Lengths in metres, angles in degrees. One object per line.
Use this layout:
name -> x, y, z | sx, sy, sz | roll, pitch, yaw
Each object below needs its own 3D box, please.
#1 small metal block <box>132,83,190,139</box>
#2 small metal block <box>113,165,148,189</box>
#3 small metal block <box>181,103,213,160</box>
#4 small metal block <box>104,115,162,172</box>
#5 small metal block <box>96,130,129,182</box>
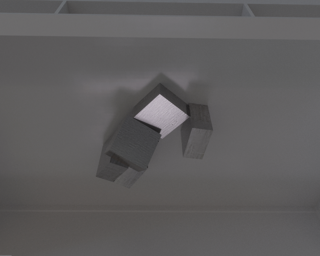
small metal block -> 0.001, -0.021, 0.391 | 0.050, 0.025, 0.050 | 35, 122, -26
small metal block -> -0.040, 0.047, 0.432 | 0.025, 0.050, 0.050 | 26, 125, -20
small metal block -> 0.045, 0.004, 0.396 | 0.025, 0.050, 0.050 | 7, 130, -7
small metal block -> -0.033, 0.020, 0.386 | 0.050, 0.050, 0.025 | 31, 155, -15
small metal block -> -0.061, 0.038, 0.416 | 0.025, 0.050, 0.050 | 22, 142, -21
